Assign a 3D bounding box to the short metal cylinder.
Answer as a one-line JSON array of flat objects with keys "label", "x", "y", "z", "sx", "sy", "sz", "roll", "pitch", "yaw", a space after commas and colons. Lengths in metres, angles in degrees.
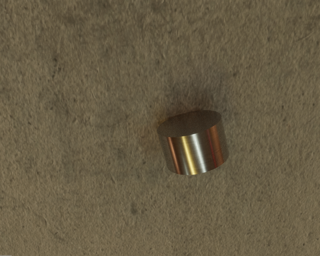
[{"label": "short metal cylinder", "x": 0.041, "y": 0.016, "z": 0.387, "sx": 0.080, "sy": 0.080, "sz": 0.050, "roll": -14, "pitch": 110, "yaw": 5}]
